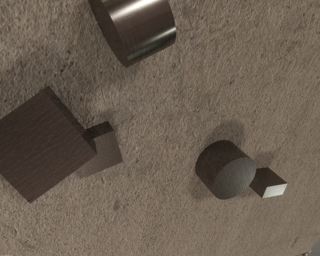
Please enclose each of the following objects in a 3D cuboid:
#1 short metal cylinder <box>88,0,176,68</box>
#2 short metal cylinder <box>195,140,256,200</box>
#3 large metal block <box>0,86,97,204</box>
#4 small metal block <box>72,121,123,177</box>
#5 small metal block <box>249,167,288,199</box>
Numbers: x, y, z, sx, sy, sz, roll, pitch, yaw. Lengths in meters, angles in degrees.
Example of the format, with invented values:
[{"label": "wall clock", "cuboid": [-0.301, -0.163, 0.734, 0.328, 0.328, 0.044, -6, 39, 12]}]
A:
[{"label": "short metal cylinder", "cuboid": [-0.027, -0.104, 0.293, 0.050, 0.080, 0.080, -30, 129, -10]}, {"label": "short metal cylinder", "cuboid": [0.103, 0.066, 0.490, 0.081, 0.050, 0.079, -14, 125, -21]}, {"label": "large metal block", "cuboid": [-0.123, 0.014, 0.316, 0.080, 0.050, 0.080, -37, 108, -4]}, {"label": "small metal block", "cuboid": [-0.078, 0.026, 0.381, 0.050, 0.025, 0.050, -22, 127, -16]}, {"label": "small metal block", "cuboid": [0.190, 0.098, 0.558, 0.050, 0.050, 0.025, -3, 120, -28]}]
